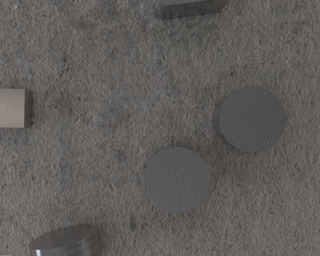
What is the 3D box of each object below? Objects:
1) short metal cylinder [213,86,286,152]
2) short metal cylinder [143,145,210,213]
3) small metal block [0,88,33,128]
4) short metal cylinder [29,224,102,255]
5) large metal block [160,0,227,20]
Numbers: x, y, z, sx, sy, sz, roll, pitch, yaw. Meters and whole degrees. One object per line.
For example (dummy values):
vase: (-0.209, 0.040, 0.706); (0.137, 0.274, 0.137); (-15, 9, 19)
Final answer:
short metal cylinder: (0.112, -0.011, 0.399); (0.081, 0.050, 0.080); (0, 90, 0)
short metal cylinder: (0.020, 0.062, 0.398); (0.081, 0.050, 0.080); (0, 90, 0)
small metal block: (-0.199, -0.026, 0.408); (0.050, 0.025, 0.050); (1, 90, 0)
short metal cylinder: (-0.114, 0.157, 0.382); (0.080, 0.080, 0.050); (-10, 90, 0)
large metal block: (0.038, -0.192, 0.398); (0.080, 0.050, 0.080); (-8, 90, 0)
